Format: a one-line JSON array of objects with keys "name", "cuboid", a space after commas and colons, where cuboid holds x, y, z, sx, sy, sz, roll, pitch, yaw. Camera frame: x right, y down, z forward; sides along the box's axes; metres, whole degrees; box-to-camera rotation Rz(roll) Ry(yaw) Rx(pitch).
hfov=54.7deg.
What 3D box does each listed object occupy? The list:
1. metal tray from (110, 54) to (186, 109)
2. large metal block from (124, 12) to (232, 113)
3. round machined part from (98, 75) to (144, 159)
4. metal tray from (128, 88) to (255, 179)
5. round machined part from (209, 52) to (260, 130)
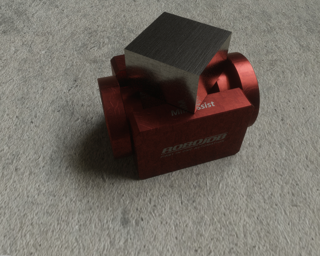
[{"name": "metal tray", "cuboid": [0.005, -0.063, 0.417, 0.131, 0.089, 0.030, -14, 52, -12]}, {"name": "large metal block", "cuboid": [0.020, -0.072, 0.330, 0.080, 0.050, 0.080, 24, 54, 18]}, {"name": "round machined part", "cuboid": [-0.043, -0.015, 0.368, 0.042, 0.097, 0.098, -12, 51, -10]}, {"name": "metal tray", "cuboid": [0.034, 0.008, 0.354, 0.131, 0.089, 0.030, -14, 52, -12]}, {"name": "round machined part", "cuboid": [0.083, -0.045, 0.395, 0.042, 0.097, 0.098, -12, 51, -10]}]
